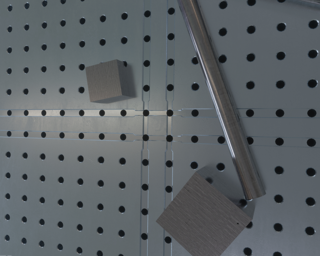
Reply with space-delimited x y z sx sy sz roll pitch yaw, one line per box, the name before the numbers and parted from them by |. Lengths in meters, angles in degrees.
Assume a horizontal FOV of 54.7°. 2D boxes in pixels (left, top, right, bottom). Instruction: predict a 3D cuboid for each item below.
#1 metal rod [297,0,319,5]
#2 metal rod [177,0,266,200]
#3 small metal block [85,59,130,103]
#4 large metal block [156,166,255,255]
metal rod | 0.182 -0.152 0.348 0.301 0.025 0.025 22 97 18
metal rod | 0.069 -0.059 0.388 0.025 0.025 0.299 -20 83 19
small metal block | -0.074 -0.065 0.439 0.050 0.025 0.050 -10 87 19
large metal block | 0.056 0.106 0.379 0.080 0.050 0.080 40 102 15
